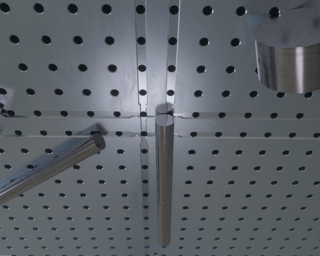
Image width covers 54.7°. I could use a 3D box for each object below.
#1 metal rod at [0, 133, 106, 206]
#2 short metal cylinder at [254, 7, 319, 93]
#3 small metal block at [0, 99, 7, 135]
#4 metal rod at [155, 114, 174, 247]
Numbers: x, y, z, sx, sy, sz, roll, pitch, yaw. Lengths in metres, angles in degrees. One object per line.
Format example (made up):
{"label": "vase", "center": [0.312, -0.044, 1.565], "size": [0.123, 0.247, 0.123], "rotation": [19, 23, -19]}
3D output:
{"label": "metal rod", "center": [-0.206, 0.084, 0.480], "size": [0.300, 0.025, 0.025], "rotation": [-28, 125, 21]}
{"label": "short metal cylinder", "center": [0.138, -0.079, 0.310], "size": [0.080, 0.080, 0.050], "rotation": [-13, 129, 10]}
{"label": "small metal block", "center": [-0.228, -0.016, 0.395], "size": [0.050, 0.025, 0.050], "rotation": [17, 128, -15]}
{"label": "metal rod", "center": [0.007, 0.103, 0.499], "size": [0.025, 0.025, 0.298], "rotation": [0, 130, 0]}
